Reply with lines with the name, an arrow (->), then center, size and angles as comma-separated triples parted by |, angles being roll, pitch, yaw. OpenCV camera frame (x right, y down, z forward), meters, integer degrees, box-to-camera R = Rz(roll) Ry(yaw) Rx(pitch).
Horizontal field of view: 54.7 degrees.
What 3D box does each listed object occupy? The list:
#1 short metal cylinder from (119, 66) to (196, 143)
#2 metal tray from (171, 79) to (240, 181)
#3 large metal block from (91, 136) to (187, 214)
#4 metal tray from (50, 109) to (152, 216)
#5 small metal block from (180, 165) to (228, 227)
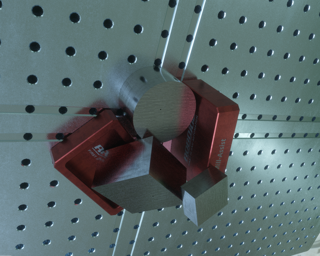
short metal cylinder -> -0.004, -0.029, 0.377 | 0.081, 0.050, 0.079 | -14, 125, -21
metal tray -> 0.053, 0.012, 0.407 | 0.030, 0.090, 0.129 | -9, 123, -24
large metal block -> -0.022, 0.061, 0.382 | 0.080, 0.050, 0.080 | -18, 136, 27
metal tray -> -0.064, 0.049, 0.403 | 0.090, 0.030, 0.130 | -37, 130, -4
small metal block -> 0.054, 0.081, 0.371 | 0.050, 0.025, 0.050 | -29, 130, -25
